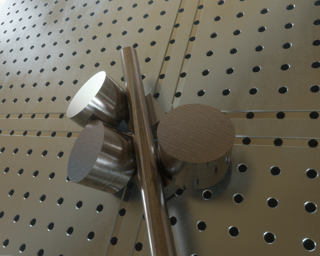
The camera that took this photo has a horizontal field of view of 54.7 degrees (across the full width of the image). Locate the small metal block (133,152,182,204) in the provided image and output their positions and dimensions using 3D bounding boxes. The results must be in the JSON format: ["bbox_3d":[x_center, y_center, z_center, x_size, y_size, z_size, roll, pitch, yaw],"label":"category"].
[{"bbox_3d":[-0.002,0.057,0.370,0.050,0.025,0.050,-35,51,5],"label":"small metal block"}]

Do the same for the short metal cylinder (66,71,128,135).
[{"bbox_3d":[-0.085,-0.033,0.434,0.080,0.050,0.080,-34,33,26],"label":"short metal cylinder"}]

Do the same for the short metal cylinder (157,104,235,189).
[{"bbox_3d":[0.038,0.019,0.339,0.080,0.050,0.080,-2,49,2],"label":"short metal cylinder"}]

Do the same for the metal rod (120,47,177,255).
[{"bbox_3d":[-0.022,0.006,0.378,0.025,0.025,0.299,-23,53,14],"label":"metal rod"}]

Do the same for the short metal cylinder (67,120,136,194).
[{"bbox_3d":[-0.072,0.036,0.386,0.080,0.050,0.080,-31,45,38],"label":"short metal cylinder"}]

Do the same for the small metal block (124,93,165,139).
[{"bbox_3d":[-0.017,-0.011,0.420,0.050,0.025,0.050,-37,51,3],"label":"small metal block"}]
